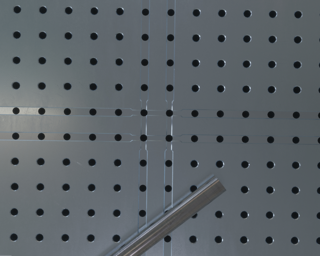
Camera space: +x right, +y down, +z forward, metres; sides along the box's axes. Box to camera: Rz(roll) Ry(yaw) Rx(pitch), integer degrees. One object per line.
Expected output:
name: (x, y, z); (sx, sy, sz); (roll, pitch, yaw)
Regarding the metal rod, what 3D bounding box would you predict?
metal rod: (-0.039, 0.164, 0.413); (0.301, 0.025, 0.025); (-37, 90, 0)
